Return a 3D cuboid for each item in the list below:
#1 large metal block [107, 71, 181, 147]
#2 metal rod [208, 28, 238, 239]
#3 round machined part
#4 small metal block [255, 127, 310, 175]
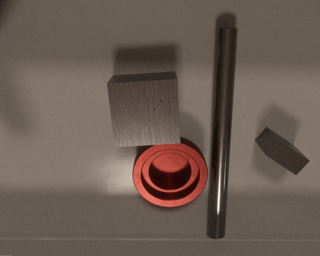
[{"bbox_3d":[-0.018,-0.025,0.389,0.081,0.050,0.079,-4,110,1],"label":"large metal block"},{"bbox_3d":[0.083,0.021,0.420,0.025,0.025,0.298,-1,110,0],"label":"metal rod"},{"bbox_3d":[0.013,0.055,0.423,0.099,0.042,0.097,0,110,-1],"label":"round machined part"},{"bbox_3d":[0.161,0.029,0.411,0.050,0.050,0.025,32,107,-12],"label":"small metal block"}]
